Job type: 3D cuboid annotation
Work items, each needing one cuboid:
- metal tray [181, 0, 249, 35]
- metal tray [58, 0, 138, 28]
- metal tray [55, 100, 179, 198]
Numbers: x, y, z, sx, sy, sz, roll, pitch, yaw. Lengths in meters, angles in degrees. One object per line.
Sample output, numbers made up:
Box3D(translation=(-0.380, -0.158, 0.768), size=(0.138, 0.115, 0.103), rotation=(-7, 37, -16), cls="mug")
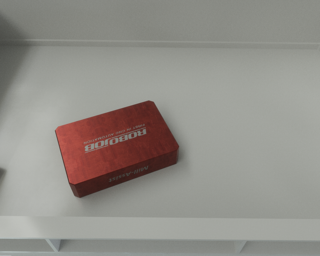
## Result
Box3D(translation=(0.097, -0.226, 0.580), size=(0.091, 0.030, 0.130), rotation=(-1, 48, -21), cls="metal tray")
Box3D(translation=(-0.122, -0.248, 0.610), size=(0.130, 0.030, 0.090), rotation=(25, 54, 19), cls="metal tray")
Box3D(translation=(-0.053, 0.021, 0.383), size=(0.131, 0.030, 0.090), rotation=(-18, 52, -15), cls="metal tray")
